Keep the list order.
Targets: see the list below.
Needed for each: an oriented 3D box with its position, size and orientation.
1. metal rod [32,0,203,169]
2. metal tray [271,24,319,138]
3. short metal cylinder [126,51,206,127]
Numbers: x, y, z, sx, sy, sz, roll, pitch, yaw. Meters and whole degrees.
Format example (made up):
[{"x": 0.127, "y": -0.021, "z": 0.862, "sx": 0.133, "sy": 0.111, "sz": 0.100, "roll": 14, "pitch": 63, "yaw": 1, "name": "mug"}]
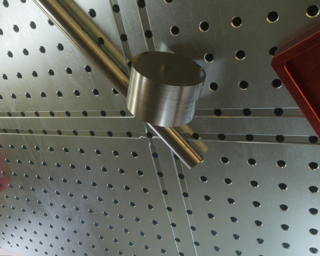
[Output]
[{"x": -0.054, "y": -0.063, "z": 0.400, "sx": 0.300, "sy": 0.025, "sz": 0.025, "roll": 47, "pitch": 129, "yaw": -5, "name": "metal rod"}, {"x": 0.179, "y": -0.038, "z": 0.290, "sx": 0.090, "sy": 0.030, "sz": 0.130, "roll": -30, "pitch": 102, "yaw": 37, "name": "metal tray"}, {"x": 0.005, "y": -0.045, "z": 0.345, "sx": 0.080, "sy": 0.080, "sz": 0.050, "roll": 23, "pitch": 127, "yaw": 14, "name": "short metal cylinder"}]
